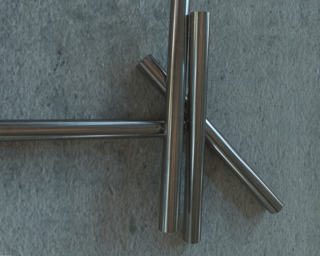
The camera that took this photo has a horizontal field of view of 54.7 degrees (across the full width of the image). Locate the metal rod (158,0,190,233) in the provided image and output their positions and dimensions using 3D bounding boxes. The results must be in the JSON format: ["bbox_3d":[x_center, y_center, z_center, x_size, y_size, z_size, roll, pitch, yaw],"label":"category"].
[{"bbox_3d":[0.018,-0.022,0.389,0.025,0.025,0.298,3,89,-20],"label":"metal rod"}]

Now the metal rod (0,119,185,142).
[{"bbox_3d":[-0.112,0.002,0.367,0.303,0.025,0.025,-1,91,-21],"label":"metal rod"}]

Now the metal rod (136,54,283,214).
[{"bbox_3d":[0.078,0.017,0.439,0.300,0.025,0.025,46,76,-15],"label":"metal rod"}]

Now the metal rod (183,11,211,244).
[{"bbox_3d":[0.047,0.006,0.404,0.025,0.025,0.298,-2,100,-20],"label":"metal rod"}]
